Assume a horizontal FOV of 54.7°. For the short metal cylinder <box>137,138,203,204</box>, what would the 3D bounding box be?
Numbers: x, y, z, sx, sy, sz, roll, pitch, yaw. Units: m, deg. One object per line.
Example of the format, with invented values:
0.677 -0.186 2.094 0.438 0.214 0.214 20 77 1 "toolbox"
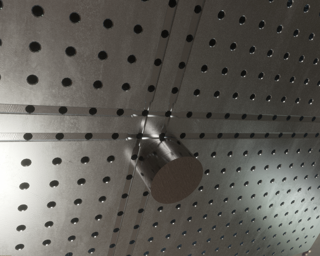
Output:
0.014 0.060 0.442 0.081 0.050 0.079 -14 125 -21 "short metal cylinder"
